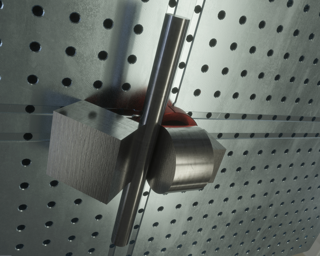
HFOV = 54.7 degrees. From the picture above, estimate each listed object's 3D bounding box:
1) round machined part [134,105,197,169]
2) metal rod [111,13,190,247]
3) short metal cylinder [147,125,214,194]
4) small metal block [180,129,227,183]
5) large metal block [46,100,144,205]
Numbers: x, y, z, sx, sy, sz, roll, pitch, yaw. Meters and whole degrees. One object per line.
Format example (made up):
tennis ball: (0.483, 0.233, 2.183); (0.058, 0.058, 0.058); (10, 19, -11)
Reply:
round machined part: (-0.001, 0.014, 0.408); (0.099, 0.042, 0.097); (-14, 125, -21)
metal rod: (-0.019, 0.022, 0.362); (0.025, 0.025, 0.298); (1, 118, -29)
short metal cylinder: (0.019, 0.036, 0.371); (0.050, 0.080, 0.079); (1, 118, -29)
small metal block: (0.052, 0.035, 0.392); (0.025, 0.050, 0.050); (1, 118, -30)
large metal block: (-0.073, 0.024, 0.344); (0.050, 0.080, 0.079); (-39, 148, -61)
